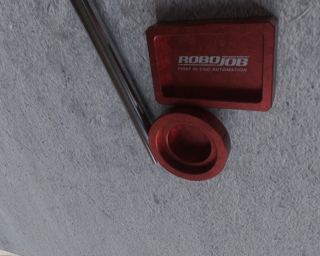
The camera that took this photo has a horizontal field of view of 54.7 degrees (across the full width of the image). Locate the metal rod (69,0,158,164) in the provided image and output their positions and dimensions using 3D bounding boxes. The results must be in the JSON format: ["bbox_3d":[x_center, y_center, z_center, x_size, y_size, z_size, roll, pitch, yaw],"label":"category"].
[{"bbox_3d":[-0.061,-0.085,0.384,0.025,0.025,0.299,-13,112,33],"label":"metal rod"}]

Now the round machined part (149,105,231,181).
[{"bbox_3d":[0.039,0.014,0.382,0.098,0.042,0.097,14,126,20],"label":"round machined part"}]

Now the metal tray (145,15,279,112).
[{"bbox_3d":[0.054,-0.068,0.331,0.130,0.030,0.089,6,121,24],"label":"metal tray"}]
